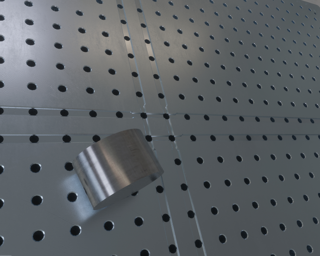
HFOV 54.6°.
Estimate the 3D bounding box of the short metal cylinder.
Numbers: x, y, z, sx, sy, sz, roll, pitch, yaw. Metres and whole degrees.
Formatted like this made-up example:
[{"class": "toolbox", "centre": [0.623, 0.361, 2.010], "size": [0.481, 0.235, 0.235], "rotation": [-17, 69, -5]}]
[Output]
[{"class": "short metal cylinder", "centre": [-0.043, 0.043, 0.323], "size": [0.081, 0.080, 0.050], "rotation": [-19, 72, -35]}]
